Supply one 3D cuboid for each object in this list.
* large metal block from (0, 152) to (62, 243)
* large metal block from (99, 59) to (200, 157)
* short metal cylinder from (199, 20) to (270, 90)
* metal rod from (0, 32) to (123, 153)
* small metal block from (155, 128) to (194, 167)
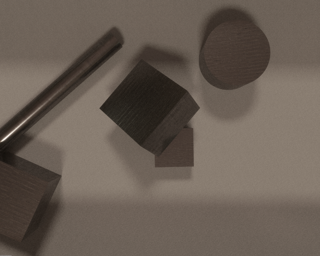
[{"bbox_3d":[-0.187,0.085,0.397,0.080,0.050,0.080,25,90,-1],"label":"large metal block"},{"bbox_3d":[-0.012,-0.024,0.382,0.080,0.050,0.080,40,90,30],"label":"large metal block"},{"bbox_3d":[0.094,-0.092,0.400,0.081,0.050,0.079,0,90,-1],"label":"short metal cylinder"},{"bbox_3d":[-0.170,-0.018,0.409,0.300,0.025,0.025,-41,91,-1],"label":"metal rod"},{"bbox_3d":[0.018,0.025,0.412,0.050,0.025,0.050,-1,90,-1],"label":"small metal block"}]
